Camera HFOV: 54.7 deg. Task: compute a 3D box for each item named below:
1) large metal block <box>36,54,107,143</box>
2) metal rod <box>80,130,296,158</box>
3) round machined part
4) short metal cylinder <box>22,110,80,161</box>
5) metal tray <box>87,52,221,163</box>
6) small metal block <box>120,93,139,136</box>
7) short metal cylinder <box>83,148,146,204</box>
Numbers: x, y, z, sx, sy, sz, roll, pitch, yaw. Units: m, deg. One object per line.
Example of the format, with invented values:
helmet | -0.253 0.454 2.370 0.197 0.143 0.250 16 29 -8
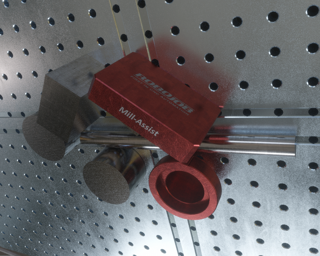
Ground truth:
large metal block | -0.109 -0.040 0.409 0.050 0.080 0.079 33 129 6
metal rod | 0.017 0.018 0.413 0.300 0.025 0.025 1 119 27
round machined part | 0.037 0.075 0.427 0.098 0.042 0.097 13 124 21
short metal cylinder | -0.164 0.005 0.484 0.080 0.050 0.079 13 124 21
metal tray | -0.003 -0.028 0.353 0.130 0.090 0.030 35 129 5
small metal block | -0.030 -0.025 0.412 0.050 0.025 0.050 43 129 -2
short metal cylinder | -0.069 0.069 0.474 0.080 0.050 0.079 13 124 21
